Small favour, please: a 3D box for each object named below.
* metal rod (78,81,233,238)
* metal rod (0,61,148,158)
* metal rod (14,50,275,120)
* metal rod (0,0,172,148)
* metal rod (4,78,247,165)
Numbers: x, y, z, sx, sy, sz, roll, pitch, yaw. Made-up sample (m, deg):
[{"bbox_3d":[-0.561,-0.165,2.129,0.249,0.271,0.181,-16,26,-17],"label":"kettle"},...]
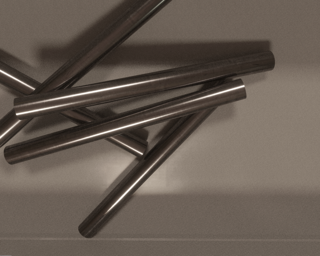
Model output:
[{"bbox_3d":[-0.014,0.049,0.429,0.025,0.025,0.299,39,105,-14],"label":"metal rod"},{"bbox_3d":[-0.151,-0.043,0.393,0.301,0.025,0.025,29,107,-11],"label":"metal rod"},{"bbox_3d":[-0.011,-0.052,0.363,0.302,0.025,0.025,-12,110,-8],"label":"metal rod"},{"bbox_3d":[-0.108,-0.063,0.365,0.300,0.025,0.025,-39,106,4],"label":"metal rod"},{"bbox_3d":[-0.046,-0.006,0.380,0.301,0.025,0.025,-16,110,5],"label":"metal rod"}]
